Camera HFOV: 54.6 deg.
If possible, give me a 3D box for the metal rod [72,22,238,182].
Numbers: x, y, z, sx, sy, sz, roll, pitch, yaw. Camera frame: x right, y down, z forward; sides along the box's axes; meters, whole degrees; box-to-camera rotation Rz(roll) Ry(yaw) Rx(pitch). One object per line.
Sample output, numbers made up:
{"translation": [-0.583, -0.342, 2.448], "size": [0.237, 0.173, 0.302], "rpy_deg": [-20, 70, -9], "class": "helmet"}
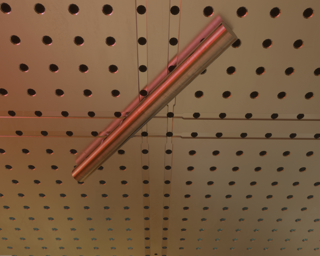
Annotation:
{"translation": [-0.025, -0.016, 0.397], "size": [0.025, 0.025, 0.299], "rpy_deg": [33, 123, -25], "class": "metal rod"}
